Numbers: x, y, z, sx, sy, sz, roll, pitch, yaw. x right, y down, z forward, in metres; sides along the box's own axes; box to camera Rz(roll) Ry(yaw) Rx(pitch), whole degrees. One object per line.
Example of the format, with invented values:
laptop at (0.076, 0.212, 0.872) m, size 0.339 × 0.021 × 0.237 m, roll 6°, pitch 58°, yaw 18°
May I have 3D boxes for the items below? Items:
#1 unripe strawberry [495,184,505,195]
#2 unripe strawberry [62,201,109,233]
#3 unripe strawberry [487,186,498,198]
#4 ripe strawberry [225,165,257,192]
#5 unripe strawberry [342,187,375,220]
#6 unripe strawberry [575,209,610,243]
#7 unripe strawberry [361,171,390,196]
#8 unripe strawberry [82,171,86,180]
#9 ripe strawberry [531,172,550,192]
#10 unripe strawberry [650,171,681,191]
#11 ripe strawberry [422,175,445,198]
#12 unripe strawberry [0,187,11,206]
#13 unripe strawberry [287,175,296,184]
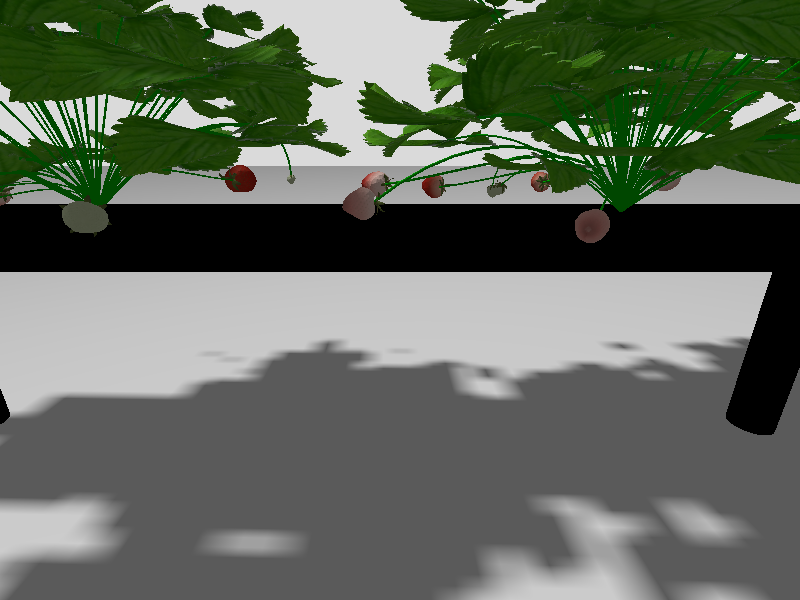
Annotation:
unripe strawberry at (0.118, -0.132, 0.479) m, size 0.015 × 0.014 × 0.014 m, roll -10°, pitch -24°, yaw -25°
unripe strawberry at (-0.191, -0.050, 0.243) m, size 0.022 × 0.019 × 0.022 m, roll -13°, pitch 24°, yaw -31°
unripe strawberry at (0.095, -0.112, 0.414) m, size 0.011 × 0.011 × 0.011 m, roll 16°, pitch 25°, yaw 36°
ripe strawberry at (-0.199, -0.153, 0.506) m, size 0.039 × 0.033 × 0.039 m, roll 7°, pitch 20°, yaw 18°
unripe strawberry at (-0.031, -0.072, 0.301) m, size 0.025 × 0.024 × 0.023 m, roll -6°, pitch 21°, yaw -9°
unripe strawberry at (0.105, -0.040, 0.221) m, size 0.018 × 0.019 × 0.019 m, roll 13°, pitch 24°, yaw 31°
unripe strawberry at (-0.029, -0.135, 0.465) m, size 0.032 × 0.027 × 0.032 m, roll 11°, pitch 23°, yaw 29°
unripe strawberry at (-0.400, -0.158, 0.510) m, size 0.010 × 0.011 × 0.011 m, roll -15°, pitch 25°, yaw -35°
ripe strawberry at (0.188, -0.159, 0.539) m, size 0.025 × 0.026 × 0.027 m, roll 0°, pitch 19°, yaw -1°
unripe strawberry at (0.344, -0.155, 0.519) m, size 0.034 × 0.031 × 0.031 m, roll 15°, pitch 2°, yaw 36°
ripe strawberry at (0.037, -0.131, 0.463) m, size 0.027 × 0.027 × 0.025 m, roll 16°, pitch 25°, yaw 38°
unripe strawberry at (-0.385, -0.101, 0.382) m, size 0.021 × 0.022 × 0.019 m, roll -10°, pitch 15°, yaw 23°
unripe strawberry at (-0.142, -0.157, 0.523) m, size 0.011 × 0.011 × 0.010 m, roll 12°, pitch 23°, yaw 29°
